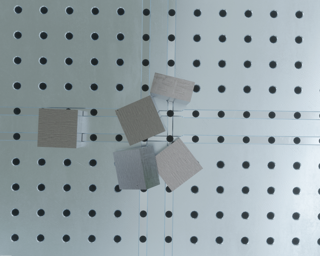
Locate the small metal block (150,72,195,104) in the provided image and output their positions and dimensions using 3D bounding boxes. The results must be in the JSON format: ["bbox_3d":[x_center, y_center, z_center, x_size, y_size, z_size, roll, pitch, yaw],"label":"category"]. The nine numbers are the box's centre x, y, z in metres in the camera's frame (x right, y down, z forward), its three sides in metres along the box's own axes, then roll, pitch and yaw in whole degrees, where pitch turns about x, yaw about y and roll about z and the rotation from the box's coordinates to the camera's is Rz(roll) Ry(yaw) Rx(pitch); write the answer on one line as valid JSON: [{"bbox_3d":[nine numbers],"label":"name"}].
[{"bbox_3d":[0.015,-0.049,0.401,0.050,0.050,0.025,14,90,0],"label":"small metal block"}]

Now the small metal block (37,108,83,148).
[{"bbox_3d":[-0.132,0.000,0.413,0.050,0.025,0.050,2,90,0],"label":"small metal block"}]

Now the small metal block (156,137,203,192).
[{"bbox_3d":[0.021,0.048,0.414,0.050,0.025,0.050,-37,90,0],"label":"small metal block"}]

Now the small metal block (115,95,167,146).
[{"bbox_3d":[-0.024,-0.010,0.410,0.050,0.025,0.050,-23,90,7],"label":"small metal block"}]

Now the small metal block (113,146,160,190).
[{"bbox_3d":[-0.031,0.052,0.400,0.050,0.025,0.050,-10,90,42],"label":"small metal block"}]
